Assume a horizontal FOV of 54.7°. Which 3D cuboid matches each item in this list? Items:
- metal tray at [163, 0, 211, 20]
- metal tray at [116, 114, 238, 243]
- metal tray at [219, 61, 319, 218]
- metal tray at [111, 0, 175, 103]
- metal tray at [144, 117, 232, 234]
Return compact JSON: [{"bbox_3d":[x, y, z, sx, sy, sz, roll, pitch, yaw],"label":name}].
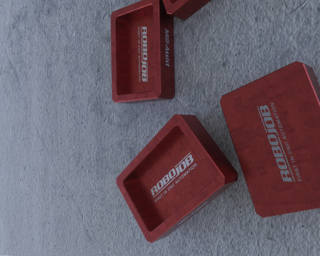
[{"bbox_3d":[0.032,-0.211,0.375,0.090,0.030,0.129,-28,72,36],"label":"metal tray"},{"bbox_3d":[0.012,0.058,0.351,0.129,0.030,0.090,-48,62,29],"label":"metal tray"},{"bbox_3d":[0.121,0.013,0.302,0.090,0.030,0.129,-25,74,37],"label":"metal tray"},{"bbox_3d":[-0.025,-0.101,0.422,0.090,0.030,0.129,-2,89,40],"label":"metal tray"},{"bbox_3d":[0.015,0.060,0.388,0.129,0.030,0.090,-51,60,27],"label":"metal tray"}]
